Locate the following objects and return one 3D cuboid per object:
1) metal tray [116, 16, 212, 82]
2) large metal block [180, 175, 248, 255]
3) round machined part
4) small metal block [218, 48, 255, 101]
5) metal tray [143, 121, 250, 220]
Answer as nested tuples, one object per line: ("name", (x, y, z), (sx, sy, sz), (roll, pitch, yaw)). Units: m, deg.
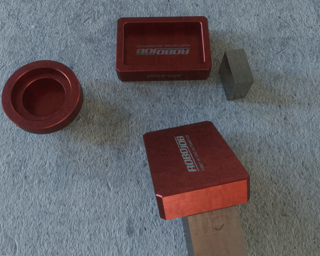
("metal tray", (0.005, -0.115, 0.447), (0.131, 0.030, 0.090), (-1, 70, -1))
("large metal block", (0.053, 0.101, 0.342), (0.050, 0.080, 0.080), (-9, 70, -3))
("round machined part", (-0.151, -0.037, 0.411), (0.099, 0.042, 0.098), (0, 70, 0))
("small metal block", (0.102, -0.071, 0.422), (0.025, 0.050, 0.050), (-10, 71, -4))
("metal tray", (0.033, 0.039, 0.348), (0.091, 0.030, 0.130), (-11, 27, -4))
